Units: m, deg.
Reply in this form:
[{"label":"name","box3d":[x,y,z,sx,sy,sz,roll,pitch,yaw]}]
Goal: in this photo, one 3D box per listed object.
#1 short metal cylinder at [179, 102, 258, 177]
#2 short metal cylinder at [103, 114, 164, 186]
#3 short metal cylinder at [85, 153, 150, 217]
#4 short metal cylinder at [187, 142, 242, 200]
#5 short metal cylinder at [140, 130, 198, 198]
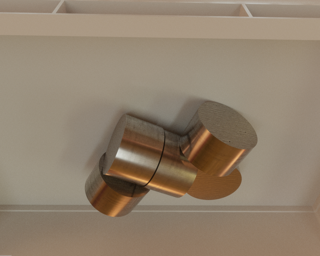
[{"label":"short metal cylinder","box3d":[0.071,0.013,0.383,0.081,0.080,0.050,18,128,-15]},{"label":"short metal cylinder","box3d":[-0.035,0.028,0.394,0.050,0.080,0.079,20,127,-17]},{"label":"short metal cylinder","box3d":[-0.058,0.076,0.435,0.080,0.080,0.050,23,126,-19]},{"label":"short metal cylinder","box3d":[0.071,0.058,0.440,0.081,0.050,0.079,0,130,0]},{"label":"short metal cylinder","box3d":[0.011,0.047,0.412,0.050,0.080,0.079,21,127,-17]}]
